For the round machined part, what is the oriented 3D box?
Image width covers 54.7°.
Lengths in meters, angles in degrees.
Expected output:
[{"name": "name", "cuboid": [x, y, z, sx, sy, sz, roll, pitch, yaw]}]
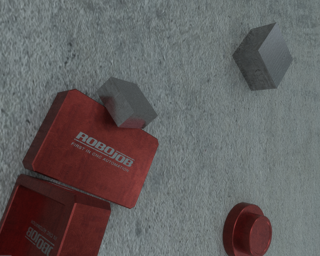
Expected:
[{"name": "round machined part", "cuboid": [0.154, 0.179, 0.527, 0.099, 0.042, 0.097, 0, 90, -40]}]

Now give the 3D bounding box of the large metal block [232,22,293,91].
[{"name": "large metal block", "cuboid": [0.182, -0.124, 0.544, 0.080, 0.050, 0.080, 52, 59, -28]}]

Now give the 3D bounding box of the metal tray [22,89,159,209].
[{"name": "metal tray", "cuboid": [-0.069, 0.027, 0.345, 0.130, 0.030, 0.090, 33, 69, -35]}]

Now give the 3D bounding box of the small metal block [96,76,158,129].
[{"name": "small metal block", "cuboid": [-0.036, -0.027, 0.350, 0.050, 0.025, 0.050, 56, 22, 19]}]

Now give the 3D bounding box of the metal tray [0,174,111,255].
[{"name": "metal tray", "cuboid": [-0.098, 0.092, 0.255, 0.030, 0.130, 0.090, 27, 73, -38]}]
